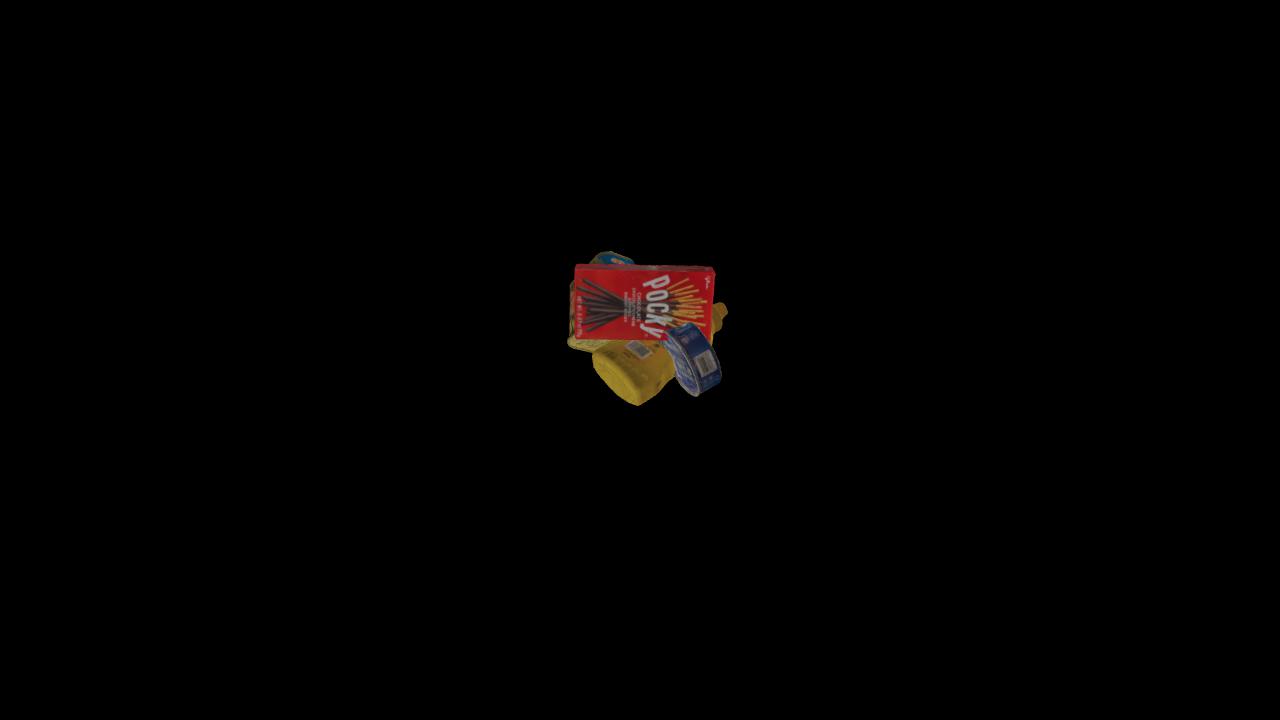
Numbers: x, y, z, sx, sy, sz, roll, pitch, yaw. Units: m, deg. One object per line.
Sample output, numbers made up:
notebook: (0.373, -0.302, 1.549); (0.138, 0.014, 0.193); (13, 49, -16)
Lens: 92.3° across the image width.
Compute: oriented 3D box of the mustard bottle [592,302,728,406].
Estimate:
mustard bottle: (0.039, -0.022, 0.754); (0.184, 0.054, 0.092); (-33, 46, -25)

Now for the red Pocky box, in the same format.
red Pocky box: (0.004, -0.063, 0.683); (0.155, 0.083, 0.028); (1, 22, -2)

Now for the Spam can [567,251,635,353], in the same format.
Spam can: (-0.045, -0.068, 0.736); (0.058, 0.085, 0.101); (14, -30, -30)

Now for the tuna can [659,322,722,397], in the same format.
tuna can: (0.057, -0.003, 0.695); (0.034, 0.084, 0.084); (-29, 6, -12)
